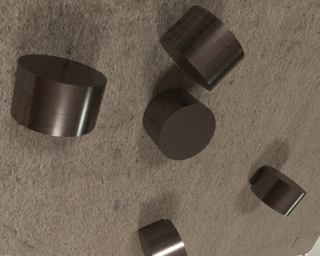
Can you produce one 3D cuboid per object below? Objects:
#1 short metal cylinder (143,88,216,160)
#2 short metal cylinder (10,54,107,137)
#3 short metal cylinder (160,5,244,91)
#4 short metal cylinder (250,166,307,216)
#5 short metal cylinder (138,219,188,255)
[{"bbox_3d":[0.025,-0.005,0.403,0.081,0.050,0.079,-14,124,-21],"label":"short metal cylinder"},{"bbox_3d":[-0.097,-0.033,0.299,0.081,0.080,0.050,5,116,-31],"label":"short metal cylinder"},{"bbox_3d":[0.046,-0.087,0.344,0.050,0.080,0.080,-46,130,3],"label":"short metal cylinder"},{"bbox_3d":[0.213,0.112,0.560,0.080,0.080,0.050,23,106,-37],"label":"short metal cylinder"},{"bbox_3d":[0.004,0.194,0.495,0.050,0.080,0.079,-19,126,-18],"label":"short metal cylinder"}]
